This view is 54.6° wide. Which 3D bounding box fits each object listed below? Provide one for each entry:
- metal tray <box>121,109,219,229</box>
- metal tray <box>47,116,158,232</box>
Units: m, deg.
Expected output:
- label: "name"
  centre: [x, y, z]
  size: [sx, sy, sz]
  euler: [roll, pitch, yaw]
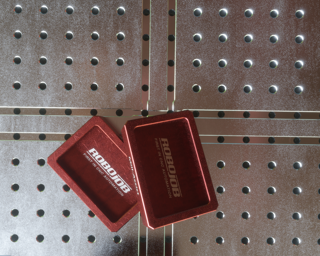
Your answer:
- label: "metal tray"
  centre: [0.011, 0.049, 0.386]
  size: [0.091, 0.030, 0.129]
  euler: [-11, 80, -18]
- label: "metal tray"
  centre: [-0.070, 0.059, 0.410]
  size: [0.090, 0.030, 0.130]
  euler: [-43, 90, 0]
